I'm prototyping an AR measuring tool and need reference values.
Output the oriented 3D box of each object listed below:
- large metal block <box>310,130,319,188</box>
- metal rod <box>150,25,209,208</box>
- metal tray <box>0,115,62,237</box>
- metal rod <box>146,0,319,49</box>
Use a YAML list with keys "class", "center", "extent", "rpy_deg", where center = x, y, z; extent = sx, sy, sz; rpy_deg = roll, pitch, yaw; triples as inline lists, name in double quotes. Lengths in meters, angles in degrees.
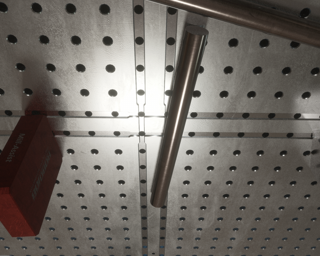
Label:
- class: "large metal block"
  center: [0.250, 0.055, 0.426]
  extent: [0.050, 0.080, 0.080]
  rpy_deg: [-12, 129, 9]
- class: "metal rod"
  center: [0.017, 0.010, 0.420]
  extent: [0.025, 0.025, 0.298]
  rpy_deg: [6, 130, -6]
- class: "metal tray"
  center: [-0.164, 0.056, 0.388]
  extent: [0.030, 0.130, 0.089]
  rpy_deg: [-4, 130, 3]
- class: "metal rod"
  center: [0.128, -0.107, 0.322]
  extent: [0.302, 0.025, 0.025]
  rpy_deg: [12, 129, -10]
